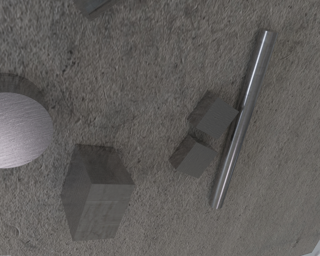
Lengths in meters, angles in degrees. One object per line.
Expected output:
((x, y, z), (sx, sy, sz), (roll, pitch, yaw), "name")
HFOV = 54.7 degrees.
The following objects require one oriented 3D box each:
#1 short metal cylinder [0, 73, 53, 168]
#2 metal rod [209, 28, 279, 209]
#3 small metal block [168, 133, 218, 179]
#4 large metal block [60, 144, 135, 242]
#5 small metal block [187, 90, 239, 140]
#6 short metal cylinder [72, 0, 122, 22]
((-0.151, -0.008, 0.304), (0.081, 0.050, 0.079), (-14, 124, -21), "short metal cylinder")
((0.120, 0.002, 0.474), (0.025, 0.025, 0.298), (-5, 121, -26), "metal rod")
((0.049, 0.042, 0.460), (0.050, 0.025, 0.050), (27, 104, -37), "small metal block")
((-0.079, 0.076, 0.375), (0.050, 0.080, 0.079), (8, 114, -32), "large metal block")
((0.075, -0.018, 0.437), (0.050, 0.025, 0.050), (26, 104, -37), "small metal block")
((-0.061, -0.137, 0.253), (0.050, 0.080, 0.080), (-37, 129, -4), "short metal cylinder")
